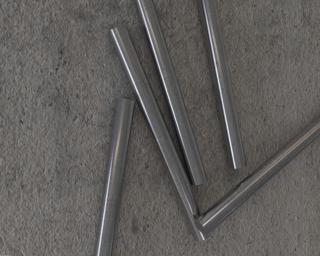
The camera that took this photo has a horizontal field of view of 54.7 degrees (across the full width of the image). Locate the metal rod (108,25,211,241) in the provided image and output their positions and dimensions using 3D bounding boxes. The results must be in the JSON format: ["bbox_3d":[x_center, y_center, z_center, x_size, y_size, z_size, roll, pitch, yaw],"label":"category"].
[{"bbox_3d":[0.002,0.013,0.409,0.025,0.025,0.299,-25,99,-18],"label":"metal rod"}]

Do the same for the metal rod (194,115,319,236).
[{"bbox_3d":[0.170,0.053,0.457,0.302,0.025,0.025,-33,101,-22],"label":"metal rod"}]

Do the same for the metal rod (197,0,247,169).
[{"bbox_3d":[0.084,-0.090,0.439,0.025,0.025,0.298,-13,95,-20],"label":"metal rod"}]

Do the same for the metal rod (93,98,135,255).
[{"bbox_3d":[-0.063,0.112,0.385,0.025,0.025,0.298,9,87,-20],"label":"metal rod"}]

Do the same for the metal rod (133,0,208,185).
[{"bbox_3d":[0.009,-0.067,0.412,0.025,0.025,0.298,-20,97,-19],"label":"metal rod"}]
